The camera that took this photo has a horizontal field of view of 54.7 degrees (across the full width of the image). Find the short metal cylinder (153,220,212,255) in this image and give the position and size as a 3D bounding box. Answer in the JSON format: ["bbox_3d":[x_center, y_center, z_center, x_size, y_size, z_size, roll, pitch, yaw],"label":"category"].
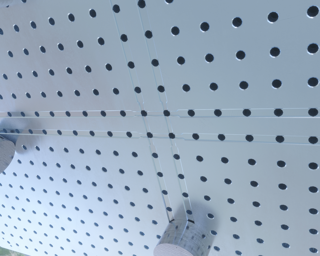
[{"bbox_3d":[0.037,0.195,0.497,0.080,0.050,0.079,13,124,20],"label":"short metal cylinder"}]

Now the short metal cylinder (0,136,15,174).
[{"bbox_3d":[-0.319,0.048,0.574,0.050,0.080,0.079,27,128,11],"label":"short metal cylinder"}]

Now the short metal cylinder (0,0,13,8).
[{"bbox_3d":[-0.239,-0.193,0.402,0.080,0.050,0.079,13,124,21],"label":"short metal cylinder"}]
